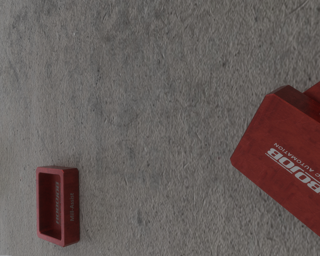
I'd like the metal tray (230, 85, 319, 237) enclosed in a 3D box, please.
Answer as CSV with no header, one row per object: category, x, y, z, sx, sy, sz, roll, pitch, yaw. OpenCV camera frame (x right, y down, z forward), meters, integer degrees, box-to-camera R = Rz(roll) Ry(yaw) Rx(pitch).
metal tray,0.133,0.035,0.263,0.130,0.030,0.089,41,136,25

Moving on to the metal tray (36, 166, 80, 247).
metal tray,-0.184,0.135,0.553,0.090,0.030,0.129,-2,89,40

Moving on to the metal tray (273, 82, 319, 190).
metal tray,0.175,-0.010,0.257,0.129,0.030,0.090,-40,66,32
